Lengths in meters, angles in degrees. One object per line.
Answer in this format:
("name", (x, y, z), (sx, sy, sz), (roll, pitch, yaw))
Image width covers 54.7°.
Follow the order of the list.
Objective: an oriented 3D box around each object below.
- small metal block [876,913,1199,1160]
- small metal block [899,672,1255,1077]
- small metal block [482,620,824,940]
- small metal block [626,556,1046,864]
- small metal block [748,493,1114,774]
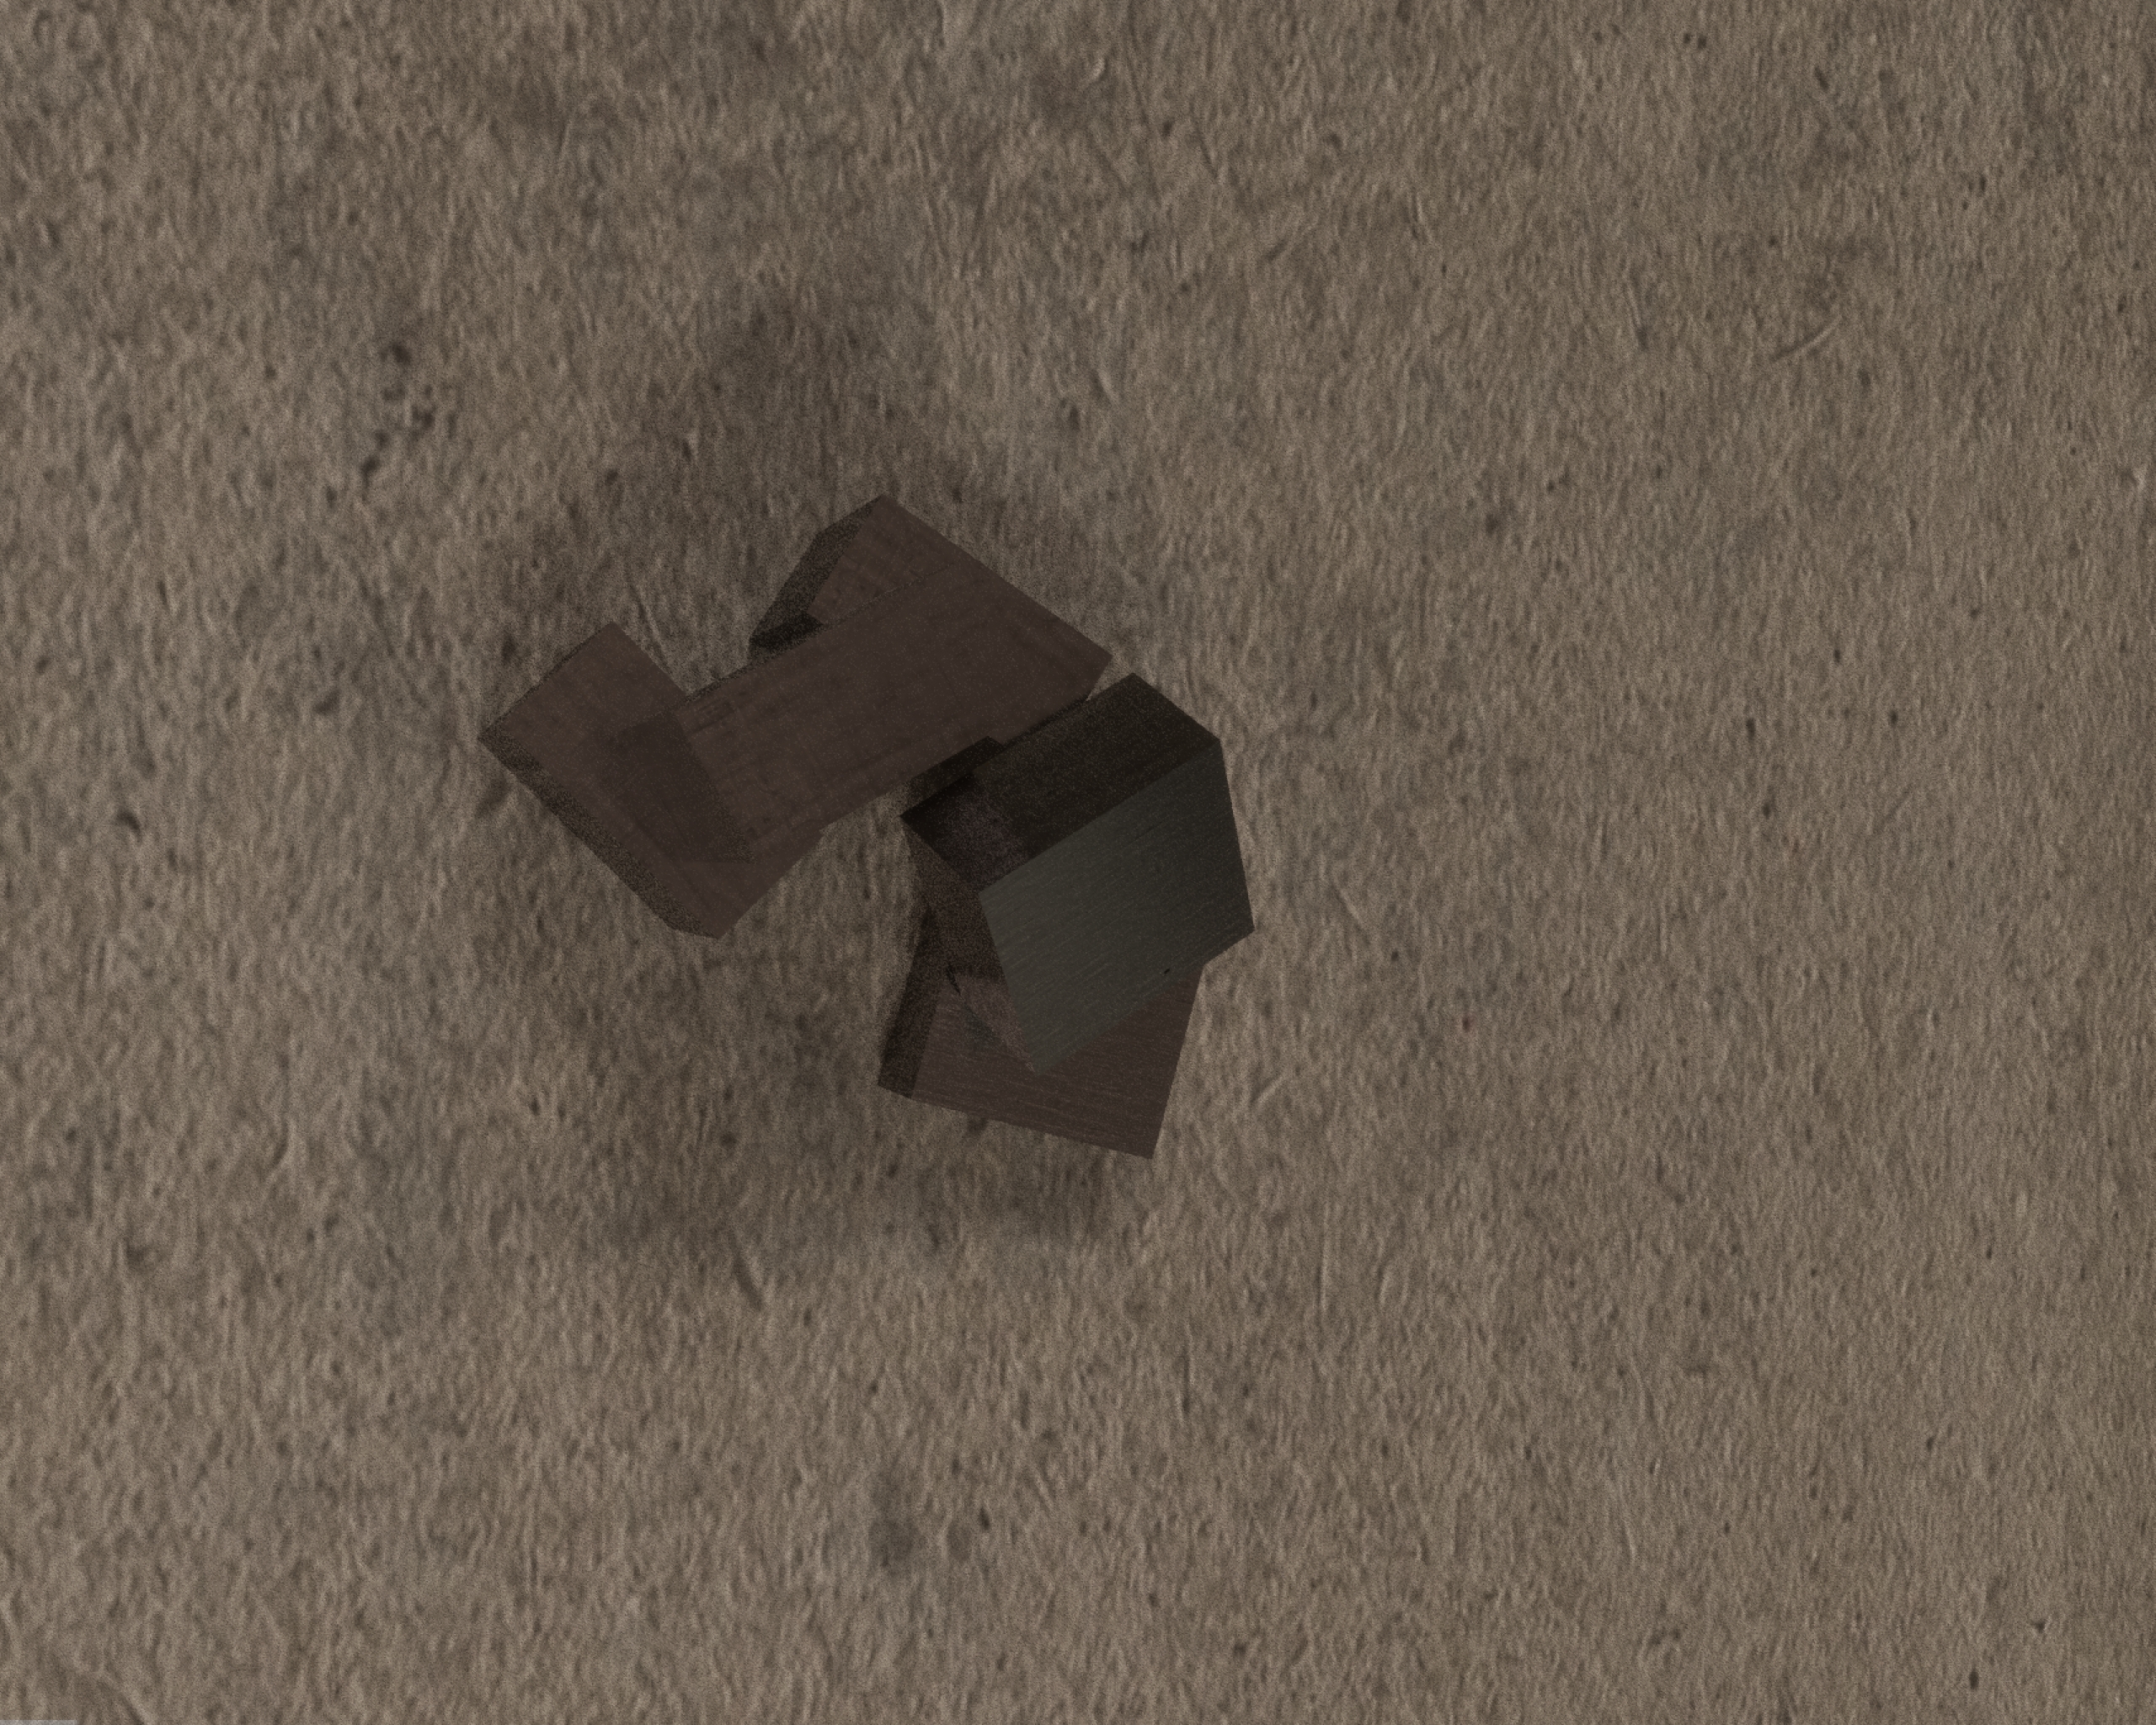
("small metal block", (-0.006, 0.027, 0.409), (0.050, 0.025, 0.050), (17, 84, -20))
("small metal block", (0.001, 0.002, 0.372), (0.050, 0.025, 0.050), (-33, 138, -17))
("small metal block", (-0.077, -0.014, 0.369), (0.025, 0.050, 0.050), (-47, 105, -14))
("small metal block", (-0.040, -0.023, 0.330), (0.050, 0.050, 0.025), (-31, 101, -18))
("small metal block", (-0.029, -0.040, 0.387), (0.050, 0.050, 0.025), (34, 79, -17))
